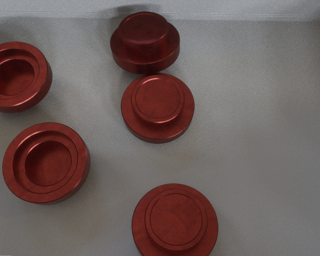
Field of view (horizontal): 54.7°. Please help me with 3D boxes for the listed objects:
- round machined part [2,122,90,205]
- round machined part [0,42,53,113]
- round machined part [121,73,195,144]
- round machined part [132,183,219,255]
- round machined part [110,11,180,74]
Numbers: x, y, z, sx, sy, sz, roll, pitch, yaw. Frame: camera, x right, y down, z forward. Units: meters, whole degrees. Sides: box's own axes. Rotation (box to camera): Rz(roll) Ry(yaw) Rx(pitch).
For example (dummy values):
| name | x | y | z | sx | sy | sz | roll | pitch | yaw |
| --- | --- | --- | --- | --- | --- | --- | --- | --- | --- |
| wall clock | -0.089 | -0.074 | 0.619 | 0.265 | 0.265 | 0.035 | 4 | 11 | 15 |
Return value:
| name | x | y | z | sx | sy | sz | roll | pitch | yaw |
| --- | --- | --- | --- | --- | --- | --- | --- | --- | --- |
| round machined part | -0.135 | 0.046 | 0.382 | 0.099 | 0.042 | 0.098 | 0 | 70 | -1 |
| round machined part | -0.196 | -0.065 | 0.422 | 0.099 | 0.042 | 0.098 | 0 | 70 | -1 |
| round machined part | -0.003 | -0.031 | 0.412 | 0.099 | 0.042 | 0.098 | 0 | 70 | -1 |
| round machined part | 0.017 | 0.108 | 0.351 | 0.099 | 0.042 | 0.098 | 1 | 57 | -1 |
| round machined part | -0.022 | -0.125 | 0.434 | 0.099 | 0.042 | 0.098 | -1 | 56 | 2 |
